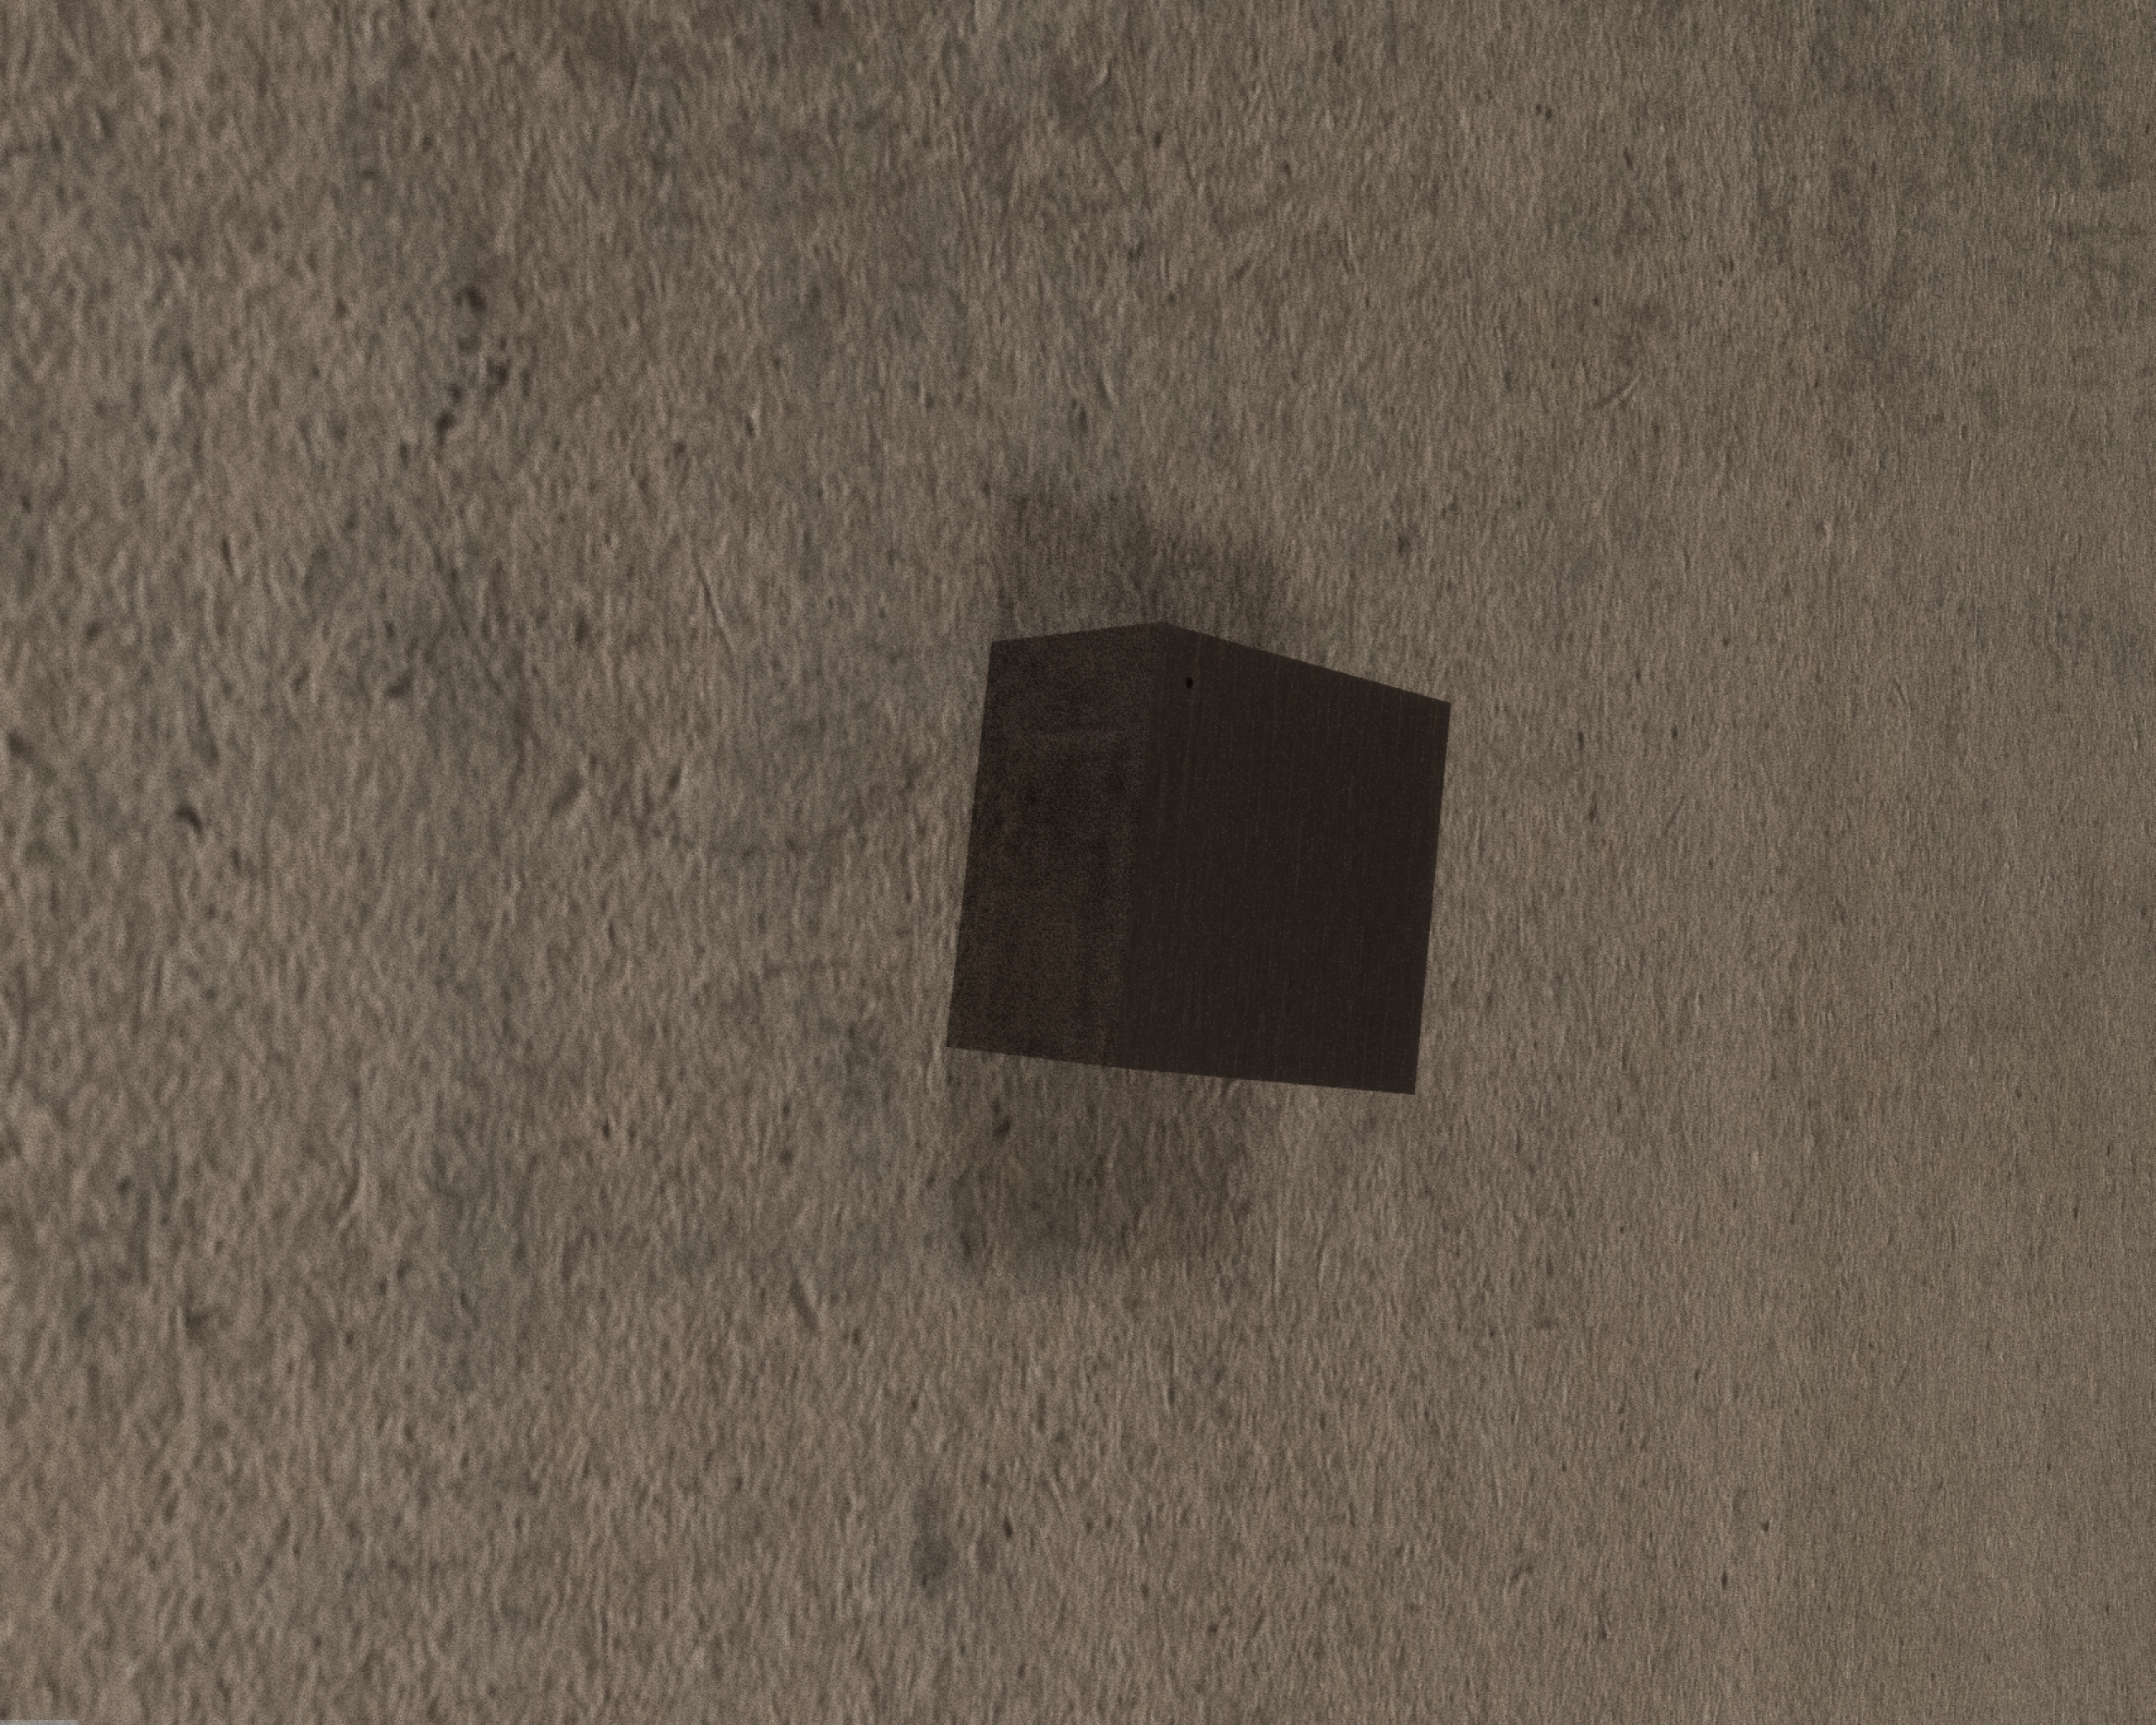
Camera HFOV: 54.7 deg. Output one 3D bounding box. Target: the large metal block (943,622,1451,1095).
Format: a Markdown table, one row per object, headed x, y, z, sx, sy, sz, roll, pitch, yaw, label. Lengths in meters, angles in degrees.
| x | y | z | sx | sy | sz | roll | pitch | yaw | label |
| --- | --- | --- | --- | --- | --- | --- | --- | --- | --- |
| 0.025 | 0.002 | 0.413 | 0.081 | 0.050 | 0.080 | 10 | 84 | -40 | large metal block |
